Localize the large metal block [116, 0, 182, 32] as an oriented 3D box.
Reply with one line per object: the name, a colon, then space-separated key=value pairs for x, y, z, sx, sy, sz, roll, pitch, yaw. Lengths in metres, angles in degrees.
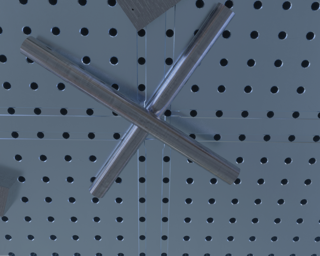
large metal block: x=-0.014 y=-0.165 z=0.339 sx=0.080 sy=0.050 sz=0.080 roll=-33 pitch=107 yaw=11

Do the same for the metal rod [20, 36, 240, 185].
metal rod: x=-0.034 y=-0.020 z=0.381 sx=0.301 sy=0.025 sz=0.025 roll=32 pitch=107 yaw=-3

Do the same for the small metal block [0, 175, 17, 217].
small metal block: x=-0.241 y=0.094 z=0.445 sx=0.050 sy=0.025 sz=0.050 roll=19 pitch=109 yaw=-7

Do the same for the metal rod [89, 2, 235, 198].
metal rod: x=-0.006 y=-0.024 z=0.404 sx=0.025 sy=0.025 sz=0.299 roll=33 pitch=106 yaw=-12
